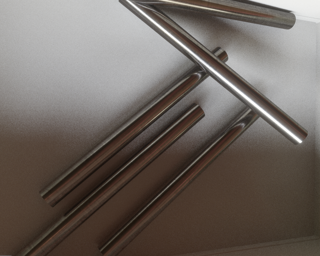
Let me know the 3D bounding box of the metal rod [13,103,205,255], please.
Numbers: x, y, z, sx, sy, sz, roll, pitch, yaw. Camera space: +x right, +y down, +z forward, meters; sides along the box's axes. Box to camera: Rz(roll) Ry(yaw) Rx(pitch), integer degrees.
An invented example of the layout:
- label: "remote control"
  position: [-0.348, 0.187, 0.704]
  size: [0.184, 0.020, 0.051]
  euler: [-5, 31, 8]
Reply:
- label: "metal rod"
  position: [-0.057, 0.069, 0.389]
  size: [0.301, 0.025, 0.025]
  euler: [-40, 103, -16]

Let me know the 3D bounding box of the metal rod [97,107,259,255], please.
- label: "metal rod"
  position: [0.040, 0.061, 0.425]
  size: [0.301, 0.025, 0.025]
  euler: [-41, 103, -15]

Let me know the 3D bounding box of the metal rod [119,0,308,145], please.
- label: "metal rod"
  position: [0.073, -0.079, 0.408]
  size: [0.301, 0.025, 0.025]
  euler: [38, 78, -5]

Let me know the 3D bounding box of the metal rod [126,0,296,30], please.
- label: "metal rod"
  position: [0.068, -0.165, 0.416]
  size: [0.303, 0.025, 0.025]
  euler: [-1, 91, -27]

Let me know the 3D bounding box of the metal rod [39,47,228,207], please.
- label: "metal rod"
  position: [-0.022, -0.011, 0.401]
  size: [0.301, 0.025, 0.025]
  euler: [-40, 103, -16]
